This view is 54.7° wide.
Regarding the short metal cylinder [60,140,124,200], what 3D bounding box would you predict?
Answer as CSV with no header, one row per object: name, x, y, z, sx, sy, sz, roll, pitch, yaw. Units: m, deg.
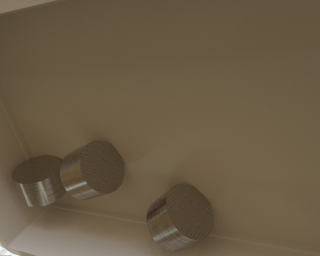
short metal cylinder,-0.101,0.064,0.466,0.050,0.080,0.080,-24,106,36

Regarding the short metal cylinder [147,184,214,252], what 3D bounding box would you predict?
short metal cylinder,0.029,0.126,0.436,0.080,0.080,0.050,42,129,-1

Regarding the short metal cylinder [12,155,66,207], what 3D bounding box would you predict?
short metal cylinder,-0.207,0.091,0.539,0.080,0.080,0.050,9,122,24
